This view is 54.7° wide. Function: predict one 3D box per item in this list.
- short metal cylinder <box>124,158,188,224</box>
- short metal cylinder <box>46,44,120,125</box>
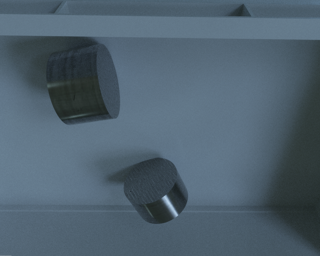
[{"bbox_3d":[-0.005,0.090,0.450,0.080,0.080,0.050,-16,128,13],"label":"short metal cylinder"},{"bbox_3d":[-0.079,-0.046,0.333,0.050,0.080,0.080,-8,130,7],"label":"short metal cylinder"}]
